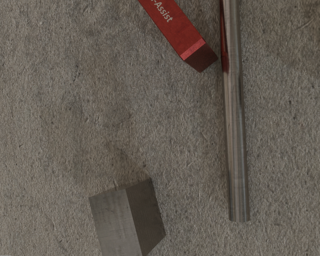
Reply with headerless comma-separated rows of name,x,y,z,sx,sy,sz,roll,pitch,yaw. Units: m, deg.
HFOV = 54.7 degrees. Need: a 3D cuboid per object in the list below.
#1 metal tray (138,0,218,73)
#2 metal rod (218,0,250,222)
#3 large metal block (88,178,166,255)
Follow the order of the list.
metal tray,0.013,-0.131,0.369,0.030,0.090,0.130,-38,78,16
metal rod,0.089,-0.038,0.377,0.025,0.025,0.298,-3,89,19
large metal block,-0.038,0.114,0.392,0.050,0.080,0.080,-17,85,19
